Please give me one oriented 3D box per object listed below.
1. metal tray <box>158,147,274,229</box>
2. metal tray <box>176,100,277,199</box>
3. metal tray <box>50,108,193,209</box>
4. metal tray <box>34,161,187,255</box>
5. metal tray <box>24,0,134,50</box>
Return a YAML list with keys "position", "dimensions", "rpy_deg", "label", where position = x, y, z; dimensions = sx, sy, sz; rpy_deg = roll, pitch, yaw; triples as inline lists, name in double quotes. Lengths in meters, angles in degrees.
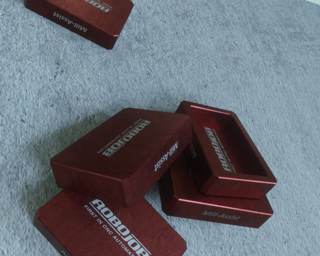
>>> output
- position: [0.063, 0.067, 0.375]
  dimensions: [0.131, 0.030, 0.090]
  rpy_deg: [14, 37, -20]
  label: "metal tray"
- position: [0.075, 0.024, 0.385]
  dimensions: [0.091, 0.030, 0.130]
  rpy_deg: [10, 38, -26]
  label: "metal tray"
- position: [-0.033, 0.021, 0.320]
  dimensions: [0.090, 0.030, 0.131]
  rpy_deg: [9, 30, 28]
  label: "metal tray"
- position: [-0.047, 0.106, 0.310]
  dimensions: [0.130, 0.030, 0.091]
  rpy_deg: [46, 51, 3]
  label: "metal tray"
- position: [-0.112, -0.179, 0.449]
  dimensions: [0.131, 0.030, 0.090]
  rpy_deg: [25, 53, -13]
  label: "metal tray"
